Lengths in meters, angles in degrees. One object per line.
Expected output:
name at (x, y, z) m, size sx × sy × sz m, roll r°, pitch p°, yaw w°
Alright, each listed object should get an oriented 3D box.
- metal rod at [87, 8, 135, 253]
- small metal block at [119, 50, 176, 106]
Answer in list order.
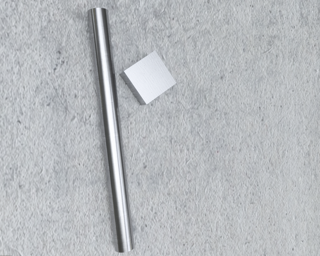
metal rod at (-0.061, 0.005, 0.387) m, size 0.025 × 0.025 × 0.298 m, roll -7°, pitch 93°, yaw -20°
small metal block at (-0.016, -0.064, 0.404) m, size 0.050 × 0.025 × 0.050 m, roll -38°, pitch 103°, yaw -16°
